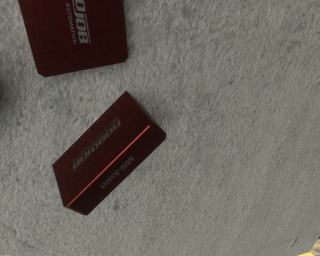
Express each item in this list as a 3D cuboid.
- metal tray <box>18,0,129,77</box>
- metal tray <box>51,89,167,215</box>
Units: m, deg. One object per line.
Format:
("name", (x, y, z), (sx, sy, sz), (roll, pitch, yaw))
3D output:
("metal tray", (-0.082, -0.119, 0.286), (0.091, 0.030, 0.129), (-16, 125, -20))
("metal tray", (-0.064, 0.025, 0.361), (0.130, 0.090, 0.030), (-44, 131, 3))
